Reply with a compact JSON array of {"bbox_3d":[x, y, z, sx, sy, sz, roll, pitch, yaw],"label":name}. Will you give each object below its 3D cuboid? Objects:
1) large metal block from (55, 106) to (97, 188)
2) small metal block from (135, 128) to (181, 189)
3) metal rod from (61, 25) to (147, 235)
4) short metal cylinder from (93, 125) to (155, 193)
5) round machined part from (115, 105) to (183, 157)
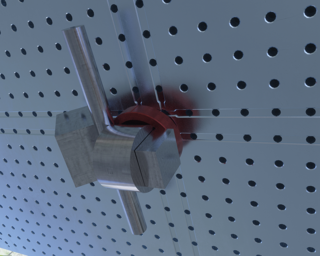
[{"bbox_3d":[-0.108,0.023,0.437,0.050,0.080,0.079,-18,116,-9],"label":"large metal block"},{"bbox_3d":[-0.001,0.034,0.361,0.025,0.050,0.050,1,119,27],"label":"small metal block"},{"bbox_3d":[-0.064,0.021,0.402,0.025,0.025,0.298,1,119,27],"label":"metal rod"},{"bbox_3d":[-0.036,0.036,0.376,0.050,0.080,0.079,1,119,27],"label":"short metal cylinder"},{"bbox_3d":[-0.015,0.013,0.413,0.098,0.042,0.097,13,124,20],"label":"round machined part"}]
